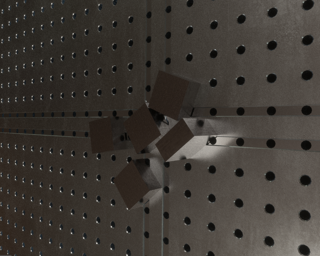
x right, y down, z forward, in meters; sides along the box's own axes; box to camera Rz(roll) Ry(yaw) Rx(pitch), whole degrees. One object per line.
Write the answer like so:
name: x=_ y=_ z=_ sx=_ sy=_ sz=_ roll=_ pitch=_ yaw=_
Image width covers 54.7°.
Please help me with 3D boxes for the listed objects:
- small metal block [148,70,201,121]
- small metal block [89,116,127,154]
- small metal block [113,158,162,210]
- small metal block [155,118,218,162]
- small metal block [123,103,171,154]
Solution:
small metal block: x=0.018 y=-0.041 z=0.393 sx=0.050 sy=0.025 sz=0.050 roll=28 pitch=107 yaw=36
small metal block: x=-0.081 y=0.011 z=0.473 sx=0.050 sy=0.025 sz=0.050 roll=-12 pitch=83 yaw=39
small metal block: x=-0.033 y=0.078 z=0.434 sx=0.050 sy=0.025 sz=0.050 roll=-47 pitch=62 yaw=29
small metal block: x=0.031 y=0.014 z=0.366 sx=0.050 sy=0.050 sz=0.025 roll=-45 pitch=63 yaw=30
small metal block: x=-0.017 y=0.001 z=0.422 sx=0.050 sy=0.025 sz=0.050 roll=-40 pitch=66 yaw=32
